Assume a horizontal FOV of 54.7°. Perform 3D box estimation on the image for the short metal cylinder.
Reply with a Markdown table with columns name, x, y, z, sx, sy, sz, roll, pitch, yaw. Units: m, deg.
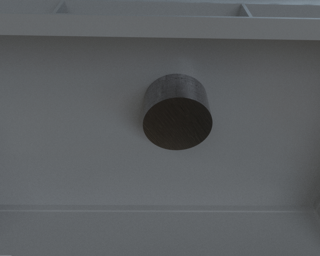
| name | x | y | z | sx | sy | sz | roll | pitch | yaw |
| --- | --- | --- | --- | --- | --- | --- | --- | --- | --- |
| short metal cylinder | 0.020 | -0.019 | 0.377 | 0.081 | 0.050 | 0.079 | 0 | 130 | 0 |
